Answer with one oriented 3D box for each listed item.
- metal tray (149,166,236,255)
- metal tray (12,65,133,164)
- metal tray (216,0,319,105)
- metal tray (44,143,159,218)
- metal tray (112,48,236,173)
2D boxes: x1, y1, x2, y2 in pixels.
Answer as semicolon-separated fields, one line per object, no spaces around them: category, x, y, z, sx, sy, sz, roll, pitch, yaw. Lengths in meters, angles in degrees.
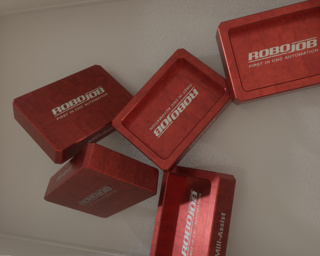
metal tray;0.035;0.112;0.362;0.090;0.030;0.129;2;79;50
metal tray;-0.102;-0.023;0.395;0.090;0.131;0.030;43;141;15
metal tray;0.136;-0.084;0.342;0.131;0.030;0.090;-13;85;4
metal tray;-0.074;0.070;0.376;0.129;0.090;0.030;-36;37;44
metal tray;0.017;-0.022;0.379;0.090;0.030;0.130;40;83;14
